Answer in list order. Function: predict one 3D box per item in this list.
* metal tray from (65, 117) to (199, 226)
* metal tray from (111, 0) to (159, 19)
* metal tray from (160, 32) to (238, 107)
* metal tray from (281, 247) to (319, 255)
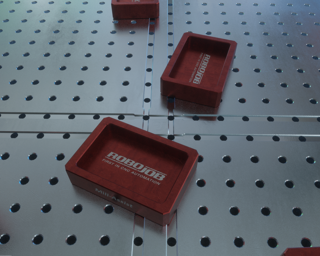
[{"bbox_3d":[-0.031,0.045,0.366,0.130,0.030,0.090,21,53,16],"label":"metal tray"},{"bbox_3d":[-0.050,-0.271,0.632,0.091,0.030,0.130,-2,50,-2],"label":"metal tray"},{"bbox_3d":[0.063,-0.096,0.485,0.090,0.030,0.130,15,52,12],"label":"metal tray"},{"bbox_3d":[0.182,0.154,0.275,0.131,0.030,0.090,-1,50,-1],"label":"metal tray"}]
